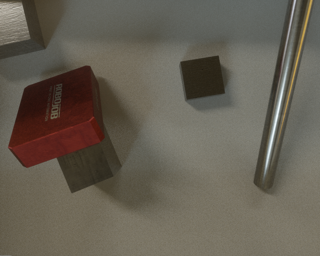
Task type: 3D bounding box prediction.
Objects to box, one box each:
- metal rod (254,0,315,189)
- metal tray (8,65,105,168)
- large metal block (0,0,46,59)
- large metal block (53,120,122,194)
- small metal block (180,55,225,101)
[{"bbox_3d":[0.143,-0.060,0.351,0.025,0.025,0.298,2,116,0],"label":"metal rod"},{"bbox_3d":[-0.117,-0.020,0.362,0.090,0.130,0.030,-19,128,-1],"label":"metal tray"},{"bbox_3d":[-0.204,-0.137,0.396,0.080,0.050,0.080,-13,90,-1],"label":"large metal block"},{"bbox_3d":[-0.090,0.026,0.383,0.050,0.080,0.080,-23,90,0],"label":"large metal block"},{"bbox_3d":[0.055,-0.065,0.412,0.050,0.025,0.050,-9,90,-1],"label":"small metal block"}]
